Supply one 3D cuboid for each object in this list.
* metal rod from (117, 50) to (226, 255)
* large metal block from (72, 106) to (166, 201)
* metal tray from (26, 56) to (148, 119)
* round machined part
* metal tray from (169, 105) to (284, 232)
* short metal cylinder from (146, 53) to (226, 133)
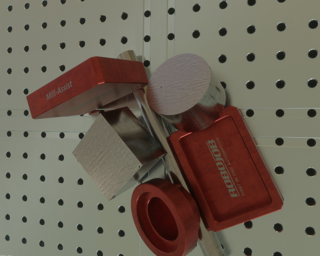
[{"bbox_3d":[0.013,0.035,0.403,0.025,0.025,0.299,-27,81,18],"label":"metal rod"},{"bbox_3d":[-0.053,0.032,0.395,0.080,0.050,0.080,50,123,13],"label":"large metal block"},{"bbox_3d":[-0.091,-0.047,0.391,0.130,0.091,0.030,-20,85,33],"label":"metal tray"},{"bbox_3d":[0.011,0.108,0.381,0.098,0.042,0.097,20,118,44],"label":"round machined part"},{"bbox_3d":[0.079,0.049,0.378,0.090,0.030,0.129,-26,82,18],"label":"metal tray"},{"bbox_3d":[0.031,-0.041,0.369,0.080,0.050,0.080,-14,60,25],"label":"short metal cylinder"}]
